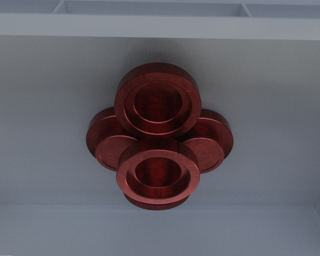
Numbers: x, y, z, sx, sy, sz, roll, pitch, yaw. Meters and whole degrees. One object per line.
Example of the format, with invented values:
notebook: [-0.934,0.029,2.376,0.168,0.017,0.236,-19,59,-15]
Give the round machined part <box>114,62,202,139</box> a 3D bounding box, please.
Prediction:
round machined part: [-0.002,-0.034,0.366,0.099,0.042,0.097,-1,130,0]

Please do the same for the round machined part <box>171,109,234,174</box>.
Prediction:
round machined part: [0.050,0.025,0.417,0.099,0.042,0.097,-1,130,0]

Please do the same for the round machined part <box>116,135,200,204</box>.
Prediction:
round machined part: [-0.002,0.047,0.380,0.099,0.042,0.097,-1,130,0]

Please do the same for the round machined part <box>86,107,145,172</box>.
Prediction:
round machined part: [-0.050,0.022,0.414,0.099,0.042,0.097,-1,130,0]

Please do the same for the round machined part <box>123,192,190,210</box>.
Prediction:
round machined part: [-0.004,0.077,0.461,0.099,0.042,0.097,-1,130,0]
